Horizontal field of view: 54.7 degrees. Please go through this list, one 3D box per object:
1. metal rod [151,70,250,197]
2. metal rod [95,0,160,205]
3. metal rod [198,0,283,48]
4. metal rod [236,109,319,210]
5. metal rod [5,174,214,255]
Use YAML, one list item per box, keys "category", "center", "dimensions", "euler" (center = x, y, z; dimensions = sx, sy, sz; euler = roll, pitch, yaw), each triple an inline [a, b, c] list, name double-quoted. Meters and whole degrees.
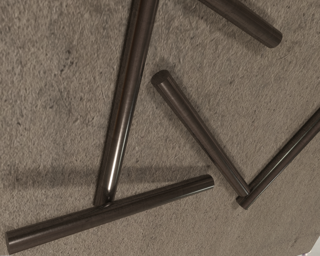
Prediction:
- category: "metal rod"
  center: [0.076, 0.026, 0.466]
  dimensions: [0.025, 0.025, 0.300]
  euler: [-41, 130, 0]
- category: "metal rod"
  center: [-0.046, -0.011, 0.376]
  dimensions: [0.025, 0.025, 0.298]
  euler: [0, 118, -29]
- category: "metal rod"
  center: [0.037, -0.156, 0.331]
  dimensions: [0.302, 0.025, 0.025]
  euler: [17, 109, -35]
- category: "metal rod"
  center: [0.249, 0.032, 0.566]
  dimensions: [0.299, 0.025, 0.025]
  euler: [-50, 129, 7]
- category: "metal rod"
  center: [-0.042, 0.107, 0.422]
  dimensions: [0.303, 0.025, 0.025]
  euler: [-9, 123, -35]
